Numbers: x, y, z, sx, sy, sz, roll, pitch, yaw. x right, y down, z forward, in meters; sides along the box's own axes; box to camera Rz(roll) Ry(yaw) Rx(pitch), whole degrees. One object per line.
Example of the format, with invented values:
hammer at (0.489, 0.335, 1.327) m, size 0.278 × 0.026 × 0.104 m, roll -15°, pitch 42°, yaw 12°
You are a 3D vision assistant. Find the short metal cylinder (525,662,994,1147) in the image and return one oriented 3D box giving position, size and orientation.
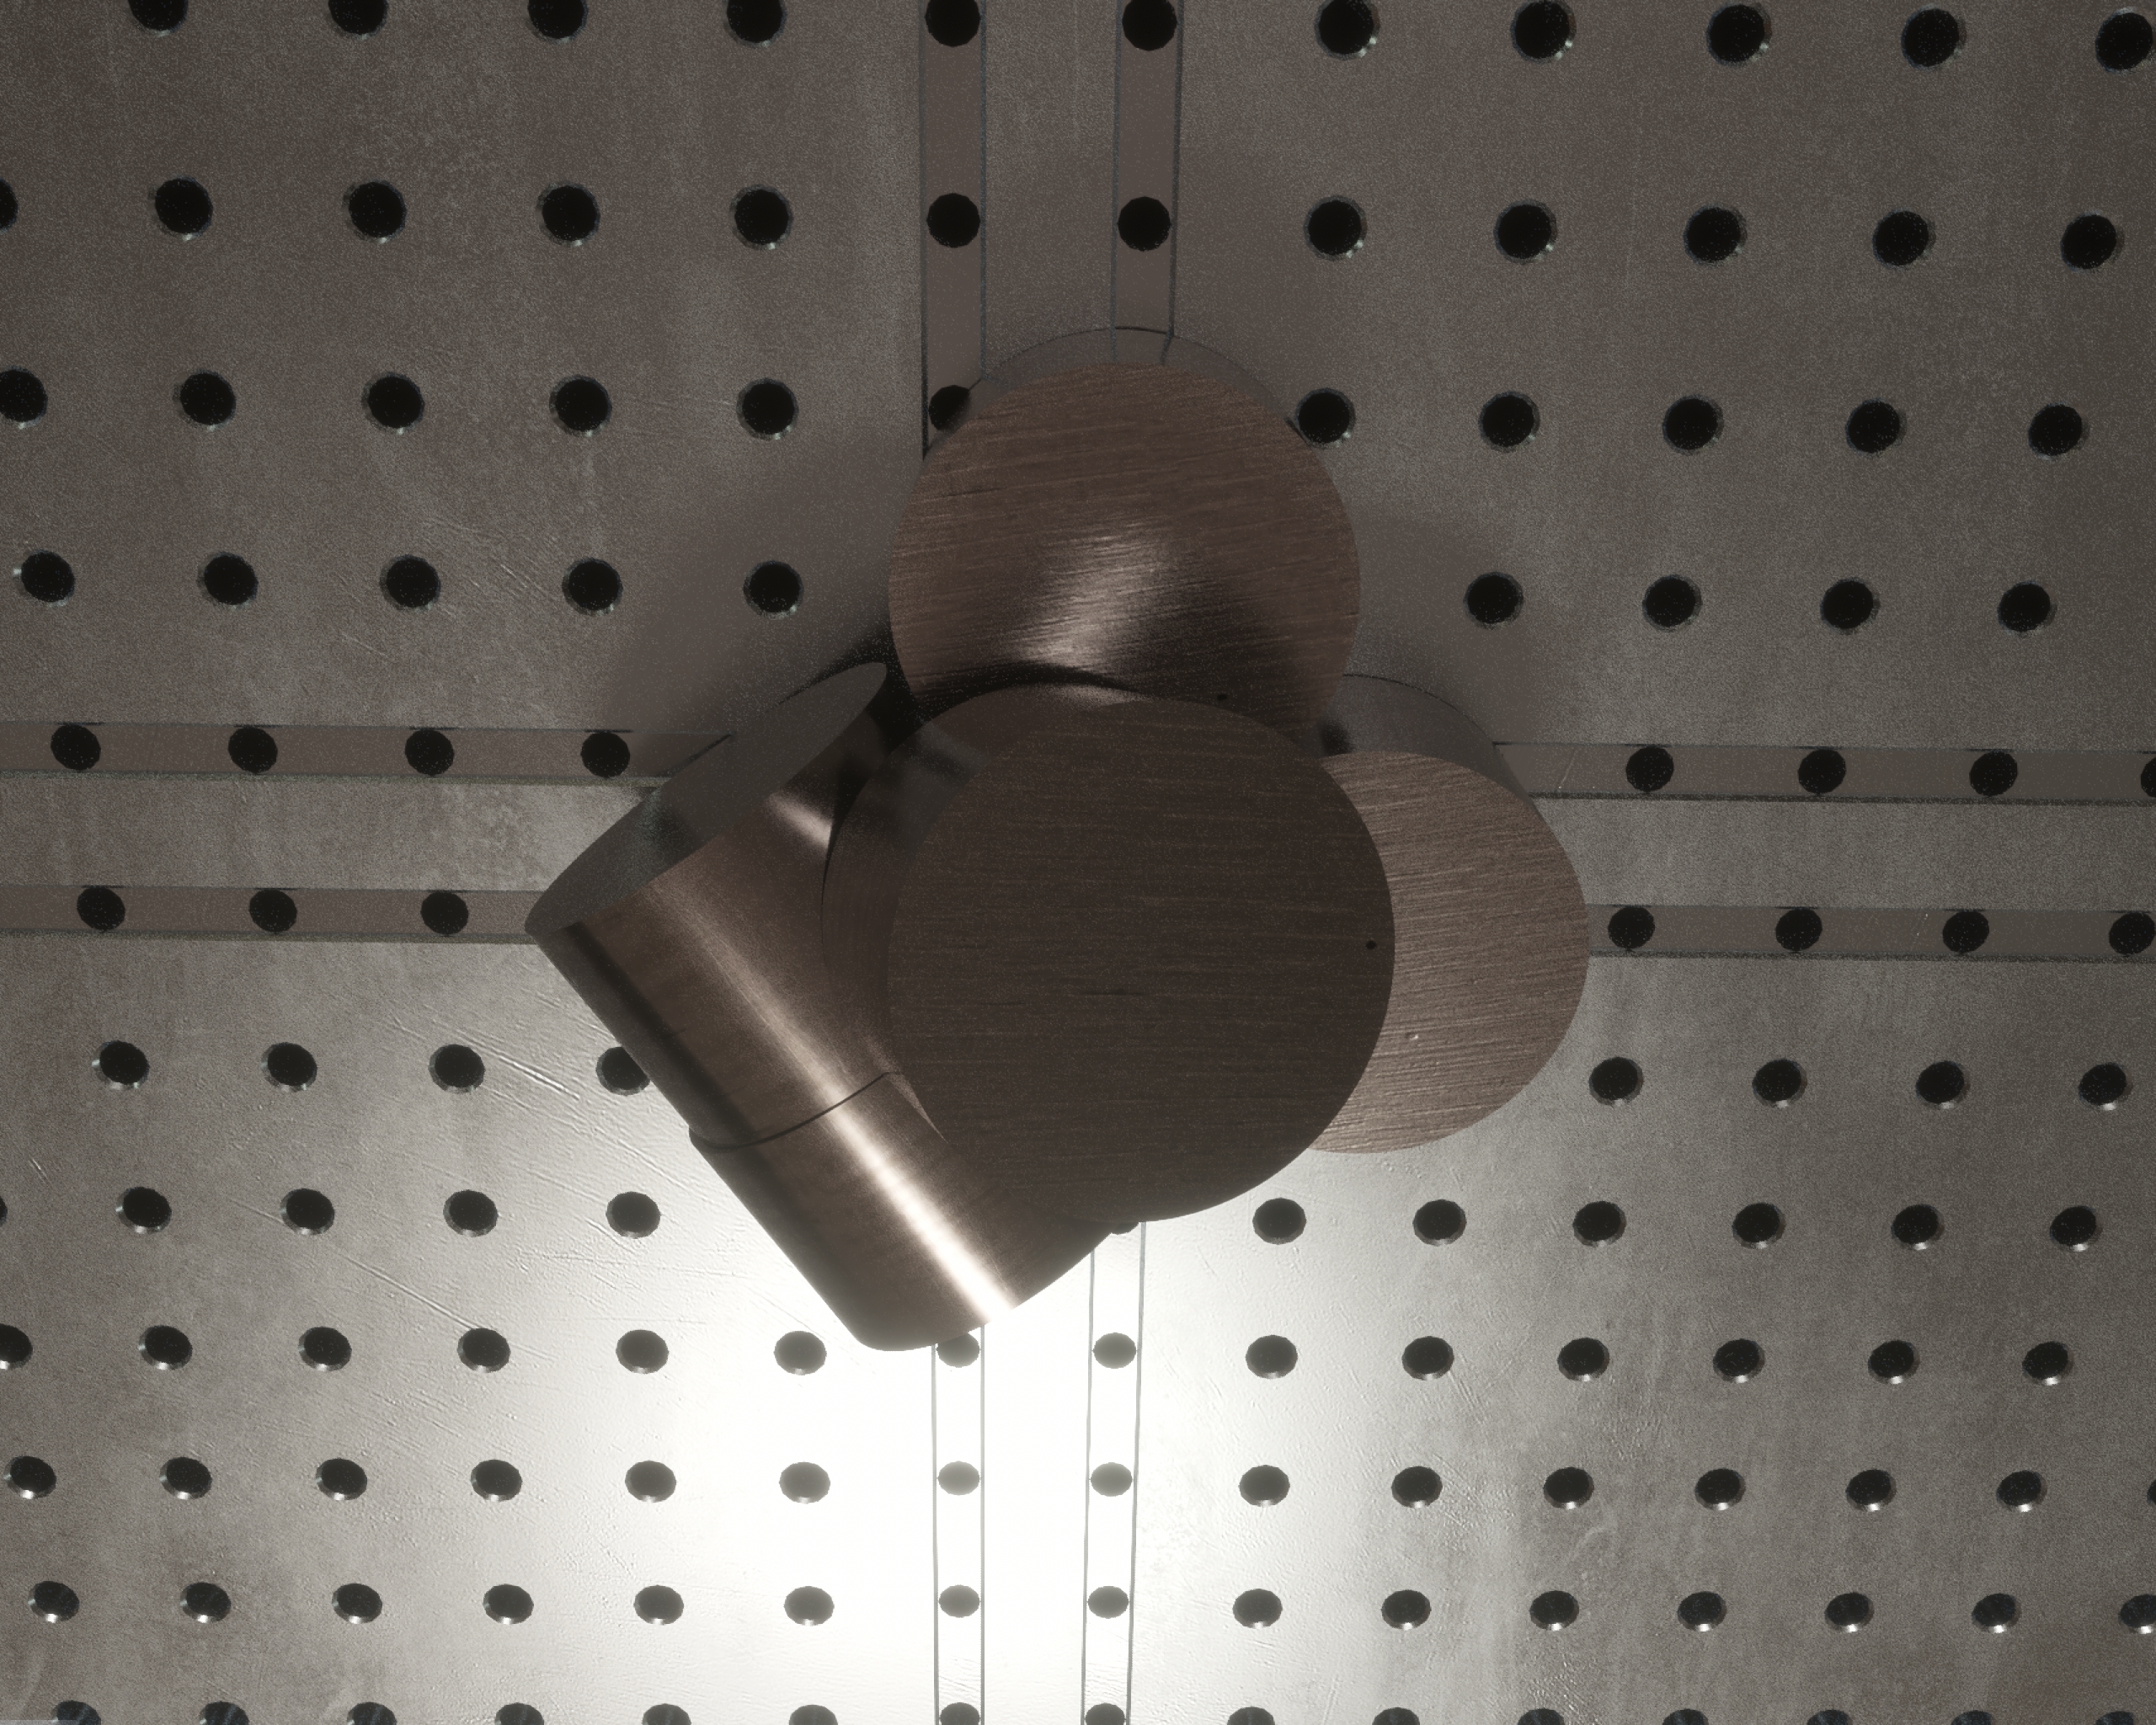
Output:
short metal cylinder at (-0.053, 0.007, 0.386) m, size 0.080 × 0.080 × 0.050 m, roll -32°, pitch 107°, yaw 11°

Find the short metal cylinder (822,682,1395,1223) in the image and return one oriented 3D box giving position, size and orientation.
short metal cylinder at (0.003, 0.012, 0.336) m, size 0.081 × 0.050 × 0.079 m, roll -3°, pitch 98°, yaw -18°

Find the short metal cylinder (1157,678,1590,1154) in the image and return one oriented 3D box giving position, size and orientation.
short metal cylinder at (0.053, 0.009, 0.403) m, size 0.081 × 0.050 × 0.079 m, roll 0°, pitch 110°, yaw -1°

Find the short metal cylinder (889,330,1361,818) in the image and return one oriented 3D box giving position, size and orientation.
short metal cylinder at (0.008, -0.054, 0.379) m, size 0.081 × 0.050 × 0.079 m, roll 0°, pitch 110°, yaw -1°

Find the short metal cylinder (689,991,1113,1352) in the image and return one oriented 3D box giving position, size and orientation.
short metal cylinder at (-0.027, 0.047, 0.401) m, size 0.080 × 0.080 × 0.050 m, roll -32°, pitch 107°, yaw 11°
